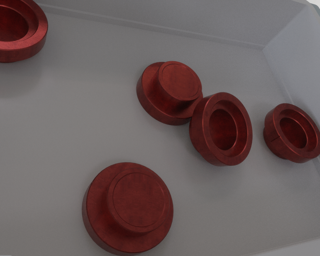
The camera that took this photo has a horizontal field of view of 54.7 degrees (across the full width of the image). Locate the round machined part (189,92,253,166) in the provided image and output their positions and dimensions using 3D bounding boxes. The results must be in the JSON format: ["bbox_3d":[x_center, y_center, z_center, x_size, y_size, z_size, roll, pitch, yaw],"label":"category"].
[{"bbox_3d":[0.078,0.003,0.421,0.099,0.042,0.098,9,76,-36],"label":"round machined part"}]

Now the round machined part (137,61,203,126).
[{"bbox_3d":[0.020,-0.056,0.439,0.099,0.042,0.098,14,56,-21],"label":"round machined part"}]

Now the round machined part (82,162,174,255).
[{"bbox_3d":[-0.029,0.081,0.329,0.099,0.042,0.098,14,56,-21],"label":"round machined part"}]

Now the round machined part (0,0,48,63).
[{"bbox_3d":[-0.187,-0.116,0.365,0.099,0.042,0.098,14,56,-21],"label":"round machined part"}]

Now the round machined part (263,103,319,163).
[{"bbox_3d":[0.207,0.012,0.498,0.099,0.042,0.098,14,56,-21],"label":"round machined part"}]
